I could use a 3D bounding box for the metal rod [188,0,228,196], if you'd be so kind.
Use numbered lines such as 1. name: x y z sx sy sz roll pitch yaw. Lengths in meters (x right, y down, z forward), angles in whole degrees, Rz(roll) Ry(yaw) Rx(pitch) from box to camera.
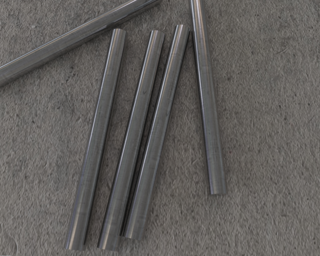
1. metal rod: 0.063 -0.059 0.429 0.025 0.025 0.299 -3 70 -1

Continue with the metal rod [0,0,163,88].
1. metal rod: -0.128 -0.130 0.454 0.301 0.025 0.025 -32 73 -11

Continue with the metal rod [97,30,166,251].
1. metal rod: -0.032 0.002 0.407 0.025 0.025 0.299 10 70 4

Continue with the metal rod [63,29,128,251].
1. metal rod: -0.079 0.000 0.407 0.025 0.025 0.299 7 70 2

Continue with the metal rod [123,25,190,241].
1. metal rod: 0.001 -0.008 0.410 0.025 0.025 0.299 12 70 4
